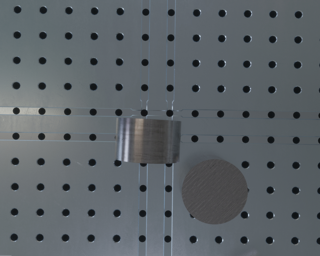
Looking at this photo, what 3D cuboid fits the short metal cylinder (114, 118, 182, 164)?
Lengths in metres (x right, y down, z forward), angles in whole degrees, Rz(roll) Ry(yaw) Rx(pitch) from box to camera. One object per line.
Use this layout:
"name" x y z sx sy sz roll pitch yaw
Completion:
"short metal cylinder" -0.015 0.014 0.386 0.081 0.080 0.050 3 90 0

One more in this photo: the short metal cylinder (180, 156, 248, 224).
"short metal cylinder" 0.067 0.077 0.401 0.081 0.050 0.079 0 90 0
